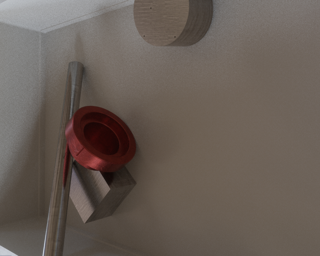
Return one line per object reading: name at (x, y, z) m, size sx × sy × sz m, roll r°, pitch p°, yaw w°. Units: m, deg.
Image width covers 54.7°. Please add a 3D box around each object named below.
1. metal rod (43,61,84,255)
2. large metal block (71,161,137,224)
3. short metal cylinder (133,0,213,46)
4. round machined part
metal rod at (-0.141, 0.032, 0.462) m, size 0.025 × 0.025 × 0.299 m, roll -20°, pitch 60°, yaw 38°
large metal block at (-0.093, 0.081, 0.465) m, size 0.080 × 0.050 × 0.080 m, roll 52°, pitch 120°, yaw 27°
short metal cylinder at (0.015, -0.138, 0.367) m, size 0.080 × 0.050 × 0.079 m, roll 11°, pitch 108°, yaw 37°
round machined part at (-0.085, 0.020, 0.427) m, size 0.042 × 0.099 × 0.098 m, roll -45°, pitch 64°, yaw 31°
